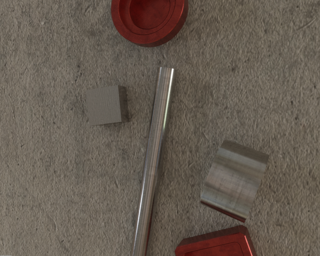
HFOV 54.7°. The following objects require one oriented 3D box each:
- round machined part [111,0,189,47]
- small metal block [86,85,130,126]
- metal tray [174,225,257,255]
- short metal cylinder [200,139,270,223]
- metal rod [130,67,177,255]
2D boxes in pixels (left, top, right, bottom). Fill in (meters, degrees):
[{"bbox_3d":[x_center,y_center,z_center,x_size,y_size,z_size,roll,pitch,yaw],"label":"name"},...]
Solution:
[{"bbox_3d":[-0.010,-0.154,0.404,0.098,0.042,0.097,0,90,20],"label":"round machined part"},{"bbox_3d":[-0.073,-0.031,0.435,0.050,0.025,0.050,-6,88,19],"label":"small metal block"},{"bbox_3d":[0.082,0.195,0.377,0.090,0.030,0.129,-21,83,18],"label":"metal tray"},{"bbox_3d":[0.085,0.059,0.350,0.050,0.080,0.080,21,97,19],"label":"short metal cylinder"},{"bbox_3d":[-0.012,0.070,0.413,0.025,0.025,0.298,10,93,19],"label":"metal rod"}]
